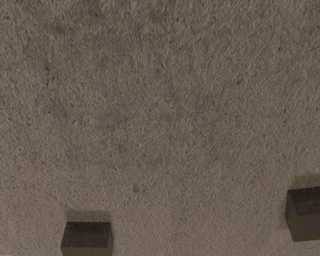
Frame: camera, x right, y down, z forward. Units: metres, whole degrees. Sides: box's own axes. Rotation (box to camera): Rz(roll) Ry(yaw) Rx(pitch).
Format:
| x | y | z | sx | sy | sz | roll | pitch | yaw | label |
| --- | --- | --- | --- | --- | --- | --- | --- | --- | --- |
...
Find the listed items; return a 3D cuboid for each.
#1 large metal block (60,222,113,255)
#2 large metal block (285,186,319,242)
| x | y | z | sx | sy | sz | roll | pitch | yaw | label |
| --- | --- | --- | --- | --- | --- | --- | --- | --- | --- |
| -0.132 | 0.219 | 0.576 | 0.081 | 0.050 | 0.079 | 1 | 130 | -2 | large metal block |
| 0.260 | 0.143 | 0.517 | 0.080 | 0.050 | 0.080 | -9 | 130 | 7 | large metal block |
